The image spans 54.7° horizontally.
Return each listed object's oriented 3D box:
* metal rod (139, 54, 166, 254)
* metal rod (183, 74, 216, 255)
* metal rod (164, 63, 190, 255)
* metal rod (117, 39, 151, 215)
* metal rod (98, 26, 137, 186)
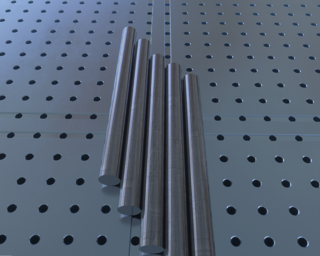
[{"bbox_3d":[-0.006,0.005,0.402,0.025,0.025,0.300,1,50,0],"label":"metal rod"},{"bbox_3d":[0.044,0.042,0.372,0.025,0.025,0.300,1,50,0],"label":"metal rod"},{"bbox_3d":[0.019,0.022,0.388,0.025,0.025,0.300,1,50,0],"label":"metal rod"},{"bbox_3d":[-0.031,-0.026,0.428,0.025,0.025,0.300,1,50,0],"label":"metal rod"},{"bbox_3d":[-0.056,-0.055,0.452,0.025,0.025,0.300,1,50,0],"label":"metal rod"}]
